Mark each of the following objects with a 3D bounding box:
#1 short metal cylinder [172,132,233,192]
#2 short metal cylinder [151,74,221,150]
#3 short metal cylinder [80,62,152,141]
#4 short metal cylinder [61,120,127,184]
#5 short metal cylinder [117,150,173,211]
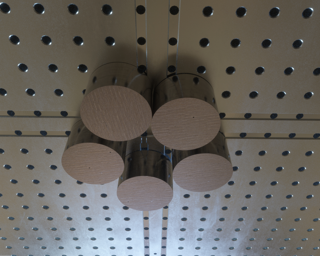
[{"bbox_3d":[0.057,0.045,0.433,0.081,0.050,0.079,0,132,0],"label":"short metal cylinder"},{"bbox_3d":[0.030,-0.019,0.378,0.081,0.050,0.079,0,131,0],"label":"short metal cylinder"},{"bbox_3d":[-0.049,-0.030,0.368,0.081,0.050,0.079,-1,130,0],"label":"short metal cylinder"},{"bbox_3d":[-0.087,0.032,0.421,0.081,0.050,0.079,0,131,0],"label":"short metal cylinder"},{"bbox_3d":[-0.021,0.079,0.461,0.081,0.050,0.079,0,130,0],"label":"short metal cylinder"}]
